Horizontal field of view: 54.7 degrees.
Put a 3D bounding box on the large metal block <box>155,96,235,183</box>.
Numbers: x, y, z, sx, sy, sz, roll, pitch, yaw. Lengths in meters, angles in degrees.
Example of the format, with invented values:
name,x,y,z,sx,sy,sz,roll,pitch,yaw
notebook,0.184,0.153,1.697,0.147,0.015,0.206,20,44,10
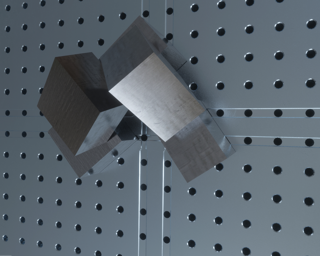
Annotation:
name,x,y,z,sx,sy,sz,roll,pitch,yaw
large metal block,0.041,0.011,0.367,0.050,0.080,0.080,-35,79,16

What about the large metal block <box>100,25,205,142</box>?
name,x,y,z,sx,sy,sz,roll,pitch,yaw
large metal block,-0.010,-0.046,0.311,0.050,0.080,0.080,-39,35,11

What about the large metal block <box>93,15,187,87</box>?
name,x,y,z,sx,sy,sz,roll,pitch,yaw
large metal block,-0.022,-0.082,0.389,0.080,0.080,0.050,-43,77,15

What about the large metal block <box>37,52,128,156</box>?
name,x,y,z,sx,sy,sz,roll,pitch,yaw
large metal block,-0.089,-0.028,0.360,0.080,0.050,0.080,49,130,13

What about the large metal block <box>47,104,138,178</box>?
name,x,y,z,sx,sy,sz,roll,pitch,yaw
large metal block,-0.093,0.010,0.430,0.080,0.050,0.080,-41,78,15
